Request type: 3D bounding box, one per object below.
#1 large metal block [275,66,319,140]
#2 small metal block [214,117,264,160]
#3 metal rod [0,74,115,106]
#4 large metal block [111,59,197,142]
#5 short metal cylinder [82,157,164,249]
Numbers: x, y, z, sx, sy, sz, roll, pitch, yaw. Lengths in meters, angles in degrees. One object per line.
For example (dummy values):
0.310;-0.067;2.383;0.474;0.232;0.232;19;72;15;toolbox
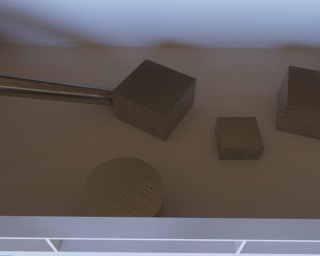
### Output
0.207;-0.033;0.420;0.080;0.050;0.080;13;51;10;large metal block
0.100;0.013;0.396;0.050;0.025;0.050;0;50;-1;small metal block
-0.183;-0.050;0.361;0.302;0.025;0.025;3;45;-33;metal rod
-0.007;-0.040;0.422;0.080;0.050;0.080;25;54;19;large metal block
-0.036;0.078;0.323;0.081;0.050;0.080;0;50;0;short metal cylinder
